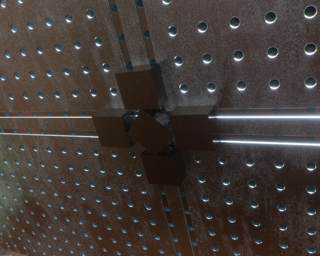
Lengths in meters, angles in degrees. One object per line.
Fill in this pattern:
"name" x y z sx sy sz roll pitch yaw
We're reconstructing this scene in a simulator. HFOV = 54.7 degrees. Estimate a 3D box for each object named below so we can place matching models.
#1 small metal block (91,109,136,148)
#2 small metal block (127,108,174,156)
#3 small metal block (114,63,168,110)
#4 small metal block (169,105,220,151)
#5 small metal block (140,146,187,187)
"small metal block" -0.063 0.000 0.443 0.050 0.025 0.050 1 119 27
"small metal block" -0.009 0.001 0.415 0.050 0.025 0.050 36 129 3
"small metal block" -0.023 -0.051 0.390 0.050 0.025 0.050 -1 118 28
"small metal block" 0.044 0.000 0.387 0.050 0.025 0.050 0 119 28
"small metal block" 0.006 0.054 0.440 0.050 0.025 0.050 0 119 27
